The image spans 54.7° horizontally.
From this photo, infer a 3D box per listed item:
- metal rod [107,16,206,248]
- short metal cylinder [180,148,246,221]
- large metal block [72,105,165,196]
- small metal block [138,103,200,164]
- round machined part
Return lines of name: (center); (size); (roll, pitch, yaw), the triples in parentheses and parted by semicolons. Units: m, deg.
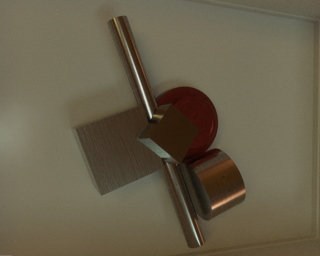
metal rod: (-0.002, 0.011, 0.387); (0.025, 0.025, 0.298); (-22, 98, -19)
short metal cylinder: (0.065, 0.073, 0.405); (0.050, 0.080, 0.080); (-22, 98, -19)
large metal block: (-0.052, 0.024, 0.375); (0.081, 0.050, 0.080); (-22, 98, -19)
small metal block: (0.011, 0.007, 0.363); (0.050, 0.025, 0.050); (41, 65, -23)
round machined part: (0.035, -0.007, 0.413); (0.099, 0.042, 0.097); (0, 90, -21)
